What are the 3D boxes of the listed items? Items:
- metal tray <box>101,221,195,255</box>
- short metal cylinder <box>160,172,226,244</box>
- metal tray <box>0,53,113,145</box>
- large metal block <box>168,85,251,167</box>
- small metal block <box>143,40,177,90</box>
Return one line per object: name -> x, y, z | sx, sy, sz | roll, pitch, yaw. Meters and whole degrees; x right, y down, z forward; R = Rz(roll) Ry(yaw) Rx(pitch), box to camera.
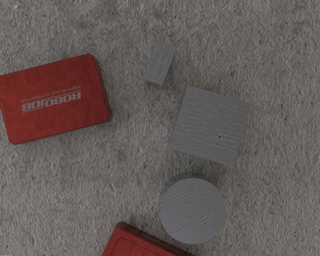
metal tray -> -0.017, 0.193, 0.407 | 0.131, 0.030, 0.090 | 26, 90, 0
short metal cylinder -> 0.040, 0.100, 0.398 | 0.081, 0.050, 0.080 | 0, 90, 0
metal tray -> -0.137, -0.037, 0.406 | 0.131, 0.030, 0.090 | -14, 90, 0
large metal block -> 0.060, -0.003, 0.398 | 0.080, 0.050, 0.080 | 16, 90, 0
small metal block -> 0.000, -0.079, 0.397 | 0.025, 0.050, 0.050 | 20, 90, 0
